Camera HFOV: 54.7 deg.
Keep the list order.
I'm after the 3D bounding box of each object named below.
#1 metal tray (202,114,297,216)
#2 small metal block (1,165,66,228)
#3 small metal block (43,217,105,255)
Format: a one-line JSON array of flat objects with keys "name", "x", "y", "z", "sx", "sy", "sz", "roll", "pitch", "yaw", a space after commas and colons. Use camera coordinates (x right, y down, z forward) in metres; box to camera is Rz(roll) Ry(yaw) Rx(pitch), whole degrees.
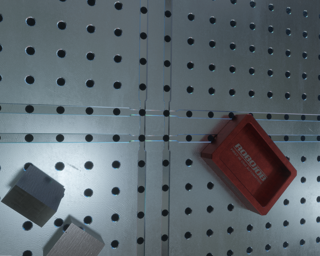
[{"name": "metal tray", "x": 0.135, "y": 0.054, "z": 0.461, "sx": 0.090, "sy": 0.030, "sz": 0.130, "roll": -46, "pitch": 105, "yaw": -14}, {"name": "small metal block", "x": -0.139, "y": 0.075, "z": 0.346, "sx": 0.050, "sy": 0.050, "sz": 0.025, "roll": 41, "pitch": 99, "yaw": -16}, {"name": "small metal block", "x": -0.104, "y": 0.146, "z": 0.375, "sx": 0.050, "sy": 0.025, "sz": 0.050, "roll": 41, "pitch": 77, "yaw": -16}]
